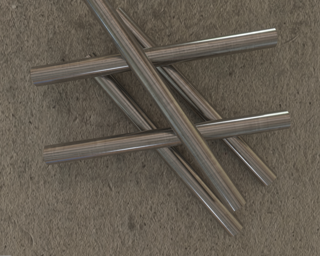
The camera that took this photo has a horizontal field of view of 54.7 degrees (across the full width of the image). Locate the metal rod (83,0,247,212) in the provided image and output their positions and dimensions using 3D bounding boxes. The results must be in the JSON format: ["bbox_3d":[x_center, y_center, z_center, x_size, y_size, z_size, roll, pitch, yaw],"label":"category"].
[{"bbox_3d":[0.006,-0.032,0.361,0.025,0.025,0.299,-35,91,0],"label":"metal rod"}]

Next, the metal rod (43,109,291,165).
[{"bbox_3d":[0.009,0.011,0.387,0.302,0.025,0.025,-9,90,-1],"label":"metal rod"}]

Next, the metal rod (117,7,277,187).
[{"bbox_3d":[0.044,-0.040,0.411,0.025,0.025,0.300,-43,91,0],"label":"metal rod"}]

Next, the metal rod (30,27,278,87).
[{"bbox_3d":[-0.006,-0.089,0.386,0.302,0.025,0.025,-10,90,-1],"label":"metal rod"}]

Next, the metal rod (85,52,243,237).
[{"bbox_3d":[0.003,0.022,0.410,0.025,0.025,0.300,-41,91,0],"label":"metal rod"}]
